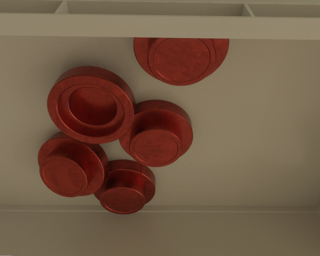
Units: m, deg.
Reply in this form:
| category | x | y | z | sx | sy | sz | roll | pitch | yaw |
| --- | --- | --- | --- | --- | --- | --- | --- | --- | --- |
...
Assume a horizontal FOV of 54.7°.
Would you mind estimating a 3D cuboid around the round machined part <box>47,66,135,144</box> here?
| category | x | y | z | sx | sy | sz | roll | pitch | yaw |
| --- | --- | --- | --- | --- | --- | --- | --- | --- | --- |
| round machined part | -0.078 | -0.031 | 0.369 | 0.099 | 0.042 | 0.097 | 1 | 129 | 1 |

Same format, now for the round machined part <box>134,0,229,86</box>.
| category | x | y | z | sx | sy | sz | roll | pitch | yaw |
| --- | --- | --- | --- | --- | --- | --- | --- | --- | --- |
| round machined part | 0.022 | -0.082 | 0.320 | 0.099 | 0.042 | 0.097 | 0 | 138 | 0 |

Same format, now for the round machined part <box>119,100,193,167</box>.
| category | x | y | z | sx | sy | sz | roll | pitch | yaw |
| --- | --- | --- | --- | --- | --- | --- | --- | --- | --- |
| round machined part | -0.005 | 0.014 | 0.410 | 0.099 | 0.042 | 0.097 | 0 | 130 | 0 |

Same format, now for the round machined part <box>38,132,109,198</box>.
| category | x | y | z | sx | sy | sz | roll | pitch | yaw |
| --- | --- | --- | --- | --- | --- | --- | --- | --- | --- |
| round machined part | -0.124 | 0.056 | 0.427 | 0.098 | 0.042 | 0.097 | 6 | 118 | 11 |

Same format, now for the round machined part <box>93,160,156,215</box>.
| category | x | y | z | sx | sy | sz | roll | pitch | yaw |
| --- | --- | --- | --- | --- | --- | --- | --- | --- | --- |
| round machined part | -0.056 | 0.097 | 0.480 | 0.099 | 0.042 | 0.097 | 0 | 130 | 0 |
